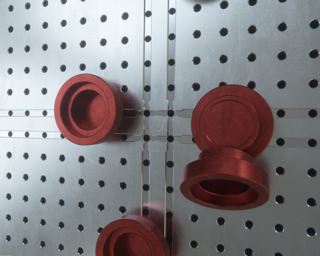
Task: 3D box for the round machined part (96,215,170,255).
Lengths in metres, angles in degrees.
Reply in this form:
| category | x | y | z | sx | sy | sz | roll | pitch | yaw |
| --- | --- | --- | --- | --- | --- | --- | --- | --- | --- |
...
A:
| category | x | y | z | sx | sy | sz | roll | pitch | yaw |
| --- | --- | --- | --- | --- | --- | --- | --- | --- | --- |
| round machined part | -0.033 | 0.165 | 0.416 | 0.098 | 0.042 | 0.097 | 0 | 90 | 20 |

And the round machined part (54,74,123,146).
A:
| category | x | y | z | sx | sy | sz | roll | pitch | yaw |
| --- | --- | --- | --- | --- | --- | --- | --- | --- | --- |
| round machined part | -0.096 | -0.025 | 0.438 | 0.098 | 0.042 | 0.097 | 0 | 90 | 20 |

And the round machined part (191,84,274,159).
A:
| category | x | y | z | sx | sy | sz | roll | pitch | yaw |
| --- | --- | --- | --- | --- | --- | --- | --- | --- | --- |
| round machined part | 0.085 | -0.004 | 0.374 | 0.098 | 0.042 | 0.097 | 0 | 90 | 20 |

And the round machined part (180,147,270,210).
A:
| category | x | y | z | sx | sy | sz | roll | pitch | yaw |
| --- | --- | --- | --- | --- | --- | --- | --- | --- | --- |
| round machined part | 0.074 | 0.057 | 0.358 | 0.098 | 0.098 | 0.042 | -3 | 54 | 20 |
